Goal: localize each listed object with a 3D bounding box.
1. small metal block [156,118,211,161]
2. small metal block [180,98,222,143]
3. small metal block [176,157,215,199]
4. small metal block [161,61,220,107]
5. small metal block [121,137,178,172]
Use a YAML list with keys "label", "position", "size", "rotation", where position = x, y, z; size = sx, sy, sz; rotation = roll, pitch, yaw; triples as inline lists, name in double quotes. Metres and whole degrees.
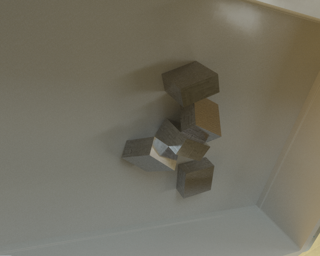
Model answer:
- label: "small metal block"
  position: [0.031, 0.016, 0.417]
  size: [0.050, 0.050, 0.025]
  rotation: [20, 110, -43]
- label: "small metal block"
  position: [0.054, -0.014, 0.412]
  size: [0.050, 0.050, 0.025]
  rotation: [22, 145, -37]
- label: "small metal block"
  position: [0.055, 0.078, 0.490]
  size: [0.050, 0.025, 0.050]
  rotation: [-12, 124, -22]
- label: "small metal block"
  position: [0.037, -0.055, 0.380]
  size: [0.050, 0.050, 0.025]
  rotation: [-23, 127, -15]
- label: "small metal block"
  position: [-0.013, 0.036, 0.407]
  size: [0.050, 0.050, 0.025]
  rotation: [37, 57, -39]
